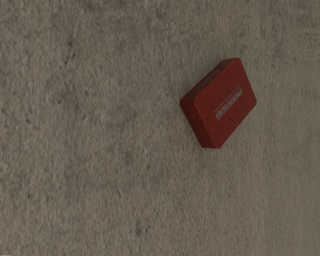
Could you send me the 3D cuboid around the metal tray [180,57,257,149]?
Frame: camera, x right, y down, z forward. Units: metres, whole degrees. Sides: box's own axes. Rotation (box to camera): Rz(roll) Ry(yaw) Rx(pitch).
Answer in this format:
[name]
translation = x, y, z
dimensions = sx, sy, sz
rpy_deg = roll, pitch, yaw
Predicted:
[metal tray]
translation = 0.096, -0.040, 0.485
dimensions = 0.131, 0.030, 0.090
rpy_deg = -44, 117, -31
